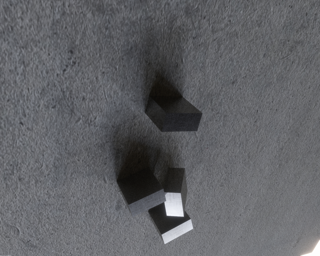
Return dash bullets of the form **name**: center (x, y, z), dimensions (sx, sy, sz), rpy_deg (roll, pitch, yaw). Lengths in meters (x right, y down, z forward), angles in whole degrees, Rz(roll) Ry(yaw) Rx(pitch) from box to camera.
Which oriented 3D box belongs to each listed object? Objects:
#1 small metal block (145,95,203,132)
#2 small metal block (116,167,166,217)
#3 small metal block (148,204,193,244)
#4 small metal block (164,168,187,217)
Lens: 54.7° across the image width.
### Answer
- **small metal block**: center (0.016, -0.019, 0.388), dimensions (0.050, 0.050, 0.025), rpy_deg (-1, 119, -28)
- **small metal block**: center (-0.026, 0.088, 0.430), dimensions (0.050, 0.050, 0.025), rpy_deg (-22, 127, -15)
- **small metal block**: center (0.017, 0.146, 0.490), dimensions (0.050, 0.050, 0.025), rpy_deg (-24, 127, -14)
- **small metal block**: center (0.024, 0.094, 0.458), dimensions (0.025, 0.050, 0.050), rpy_deg (0, 126, 12)
